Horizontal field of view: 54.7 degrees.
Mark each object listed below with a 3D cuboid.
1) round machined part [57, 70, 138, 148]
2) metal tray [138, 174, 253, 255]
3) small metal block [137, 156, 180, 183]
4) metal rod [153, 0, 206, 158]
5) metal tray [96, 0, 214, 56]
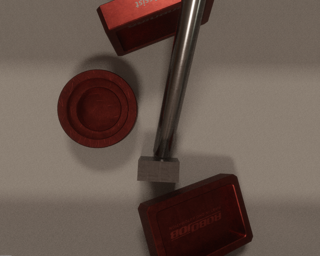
[{"bbox_3d":[-0.077,-0.024,0.402,0.099,0.042,0.097,0,90,-1],"label":"round machined part"},{"bbox_3d":[0.047,0.118,0.383,0.131,0.030,0.089,-15,90,-25],"label":"metal tray"},{"bbox_3d":[-0.002,0.052,0.399,0.050,0.050,0.025,3,91,-1],"label":"small metal block"},{"bbox_3d":[0.028,-0.095,0.341,0.025,0.025,0.298,11,119,-1],"label":"metal rod"},{"bbox_3d":[-0.002,-0.137,0.377,0.131,0.090,0.030,-21,85,-1],"label":"metal tray"}]
